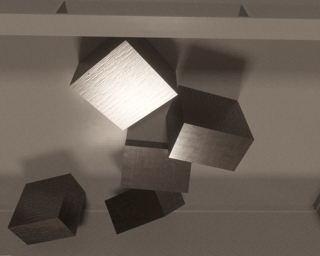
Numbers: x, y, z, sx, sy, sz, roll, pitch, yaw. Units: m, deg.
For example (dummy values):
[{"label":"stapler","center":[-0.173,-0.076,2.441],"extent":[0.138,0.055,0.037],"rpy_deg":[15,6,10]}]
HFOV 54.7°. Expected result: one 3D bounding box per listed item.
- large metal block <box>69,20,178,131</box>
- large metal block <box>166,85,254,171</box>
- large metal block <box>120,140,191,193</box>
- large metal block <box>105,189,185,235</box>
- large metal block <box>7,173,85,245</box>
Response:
[{"label":"large metal block","center":[-0.038,-0.056,0.345],"extent":[0.080,0.050,0.080],"rpy_deg":[-32,124,24]},{"label":"large metal block","center":[0.055,-0.001,0.371],"extent":[0.081,0.080,0.050],"rpy_deg":[13,125,-12]},{"label":"large metal block","center":[-0.007,0.046,0.403],"extent":[0.081,0.080,0.050],"rpy_deg":[6,93,-6]},{"label":"large metal block","center":[-0.020,0.111,0.460],"extent":[0.080,0.050,0.080],"rpy_deg":[-27,168,21]},{"label":"large metal block","center":[-0.170,0.124,0.476],"extent":[0.080,0.080,0.050],"rpy_deg":[-14,129,11]}]
